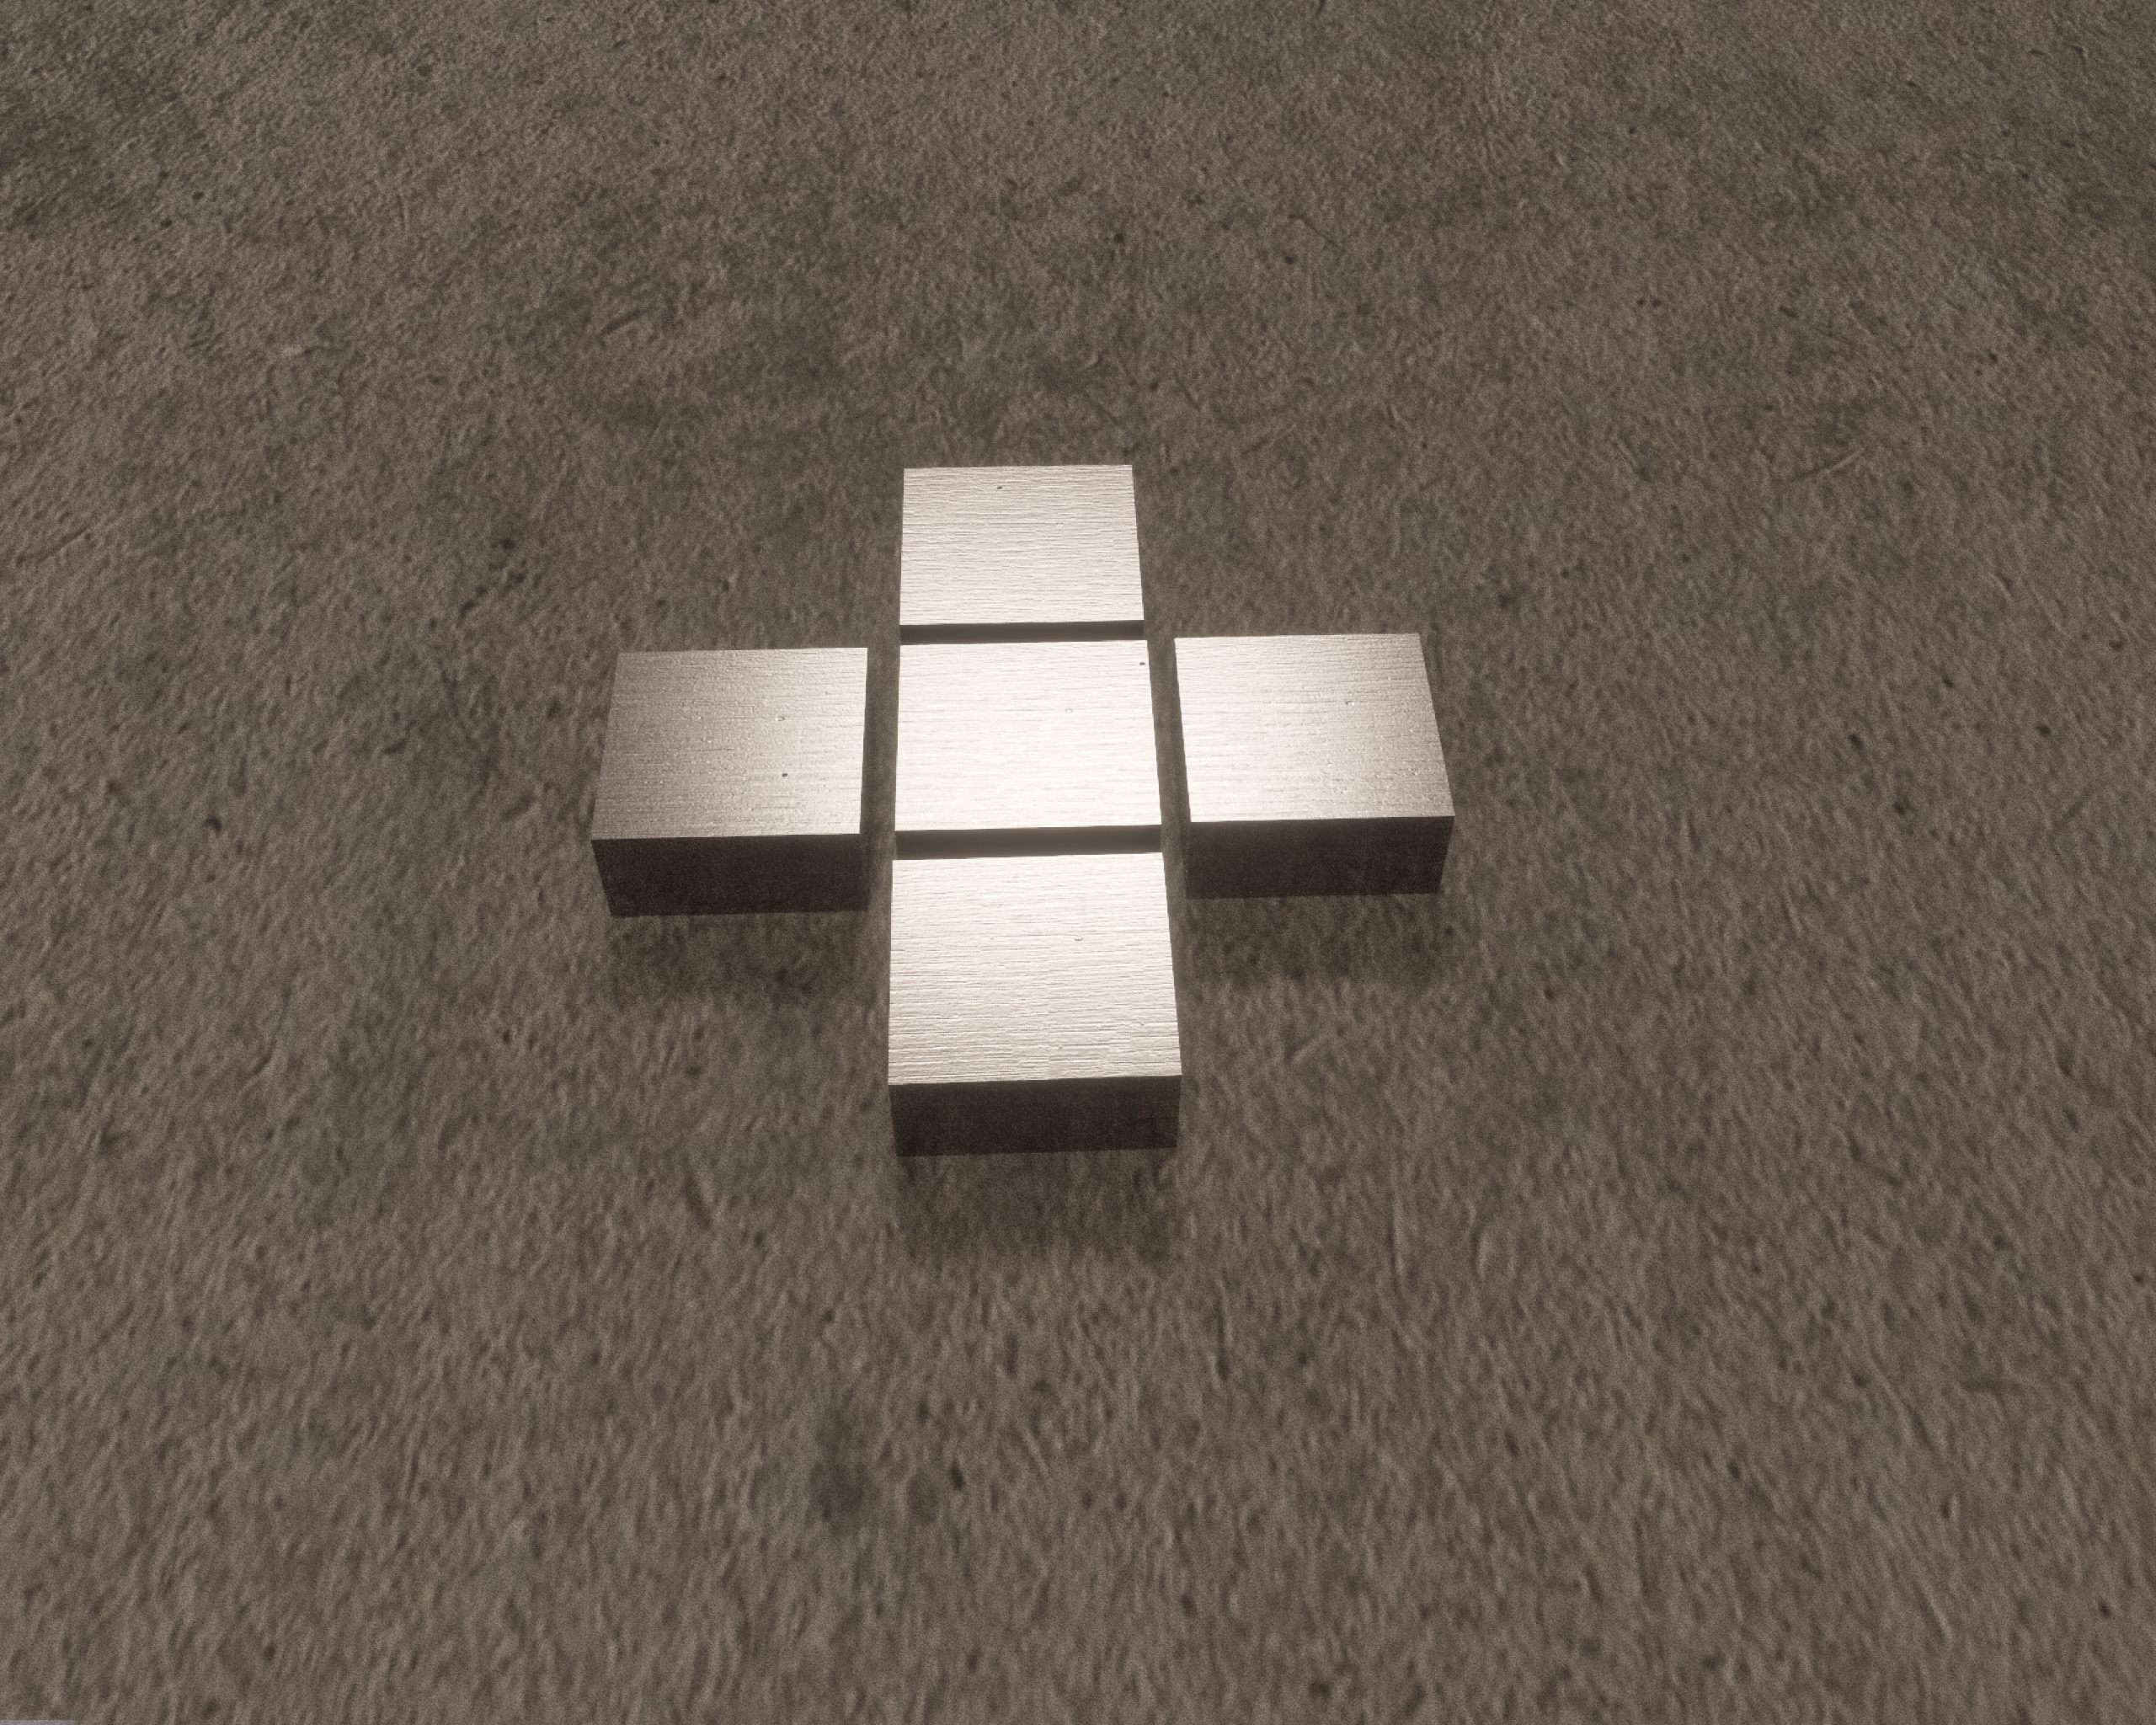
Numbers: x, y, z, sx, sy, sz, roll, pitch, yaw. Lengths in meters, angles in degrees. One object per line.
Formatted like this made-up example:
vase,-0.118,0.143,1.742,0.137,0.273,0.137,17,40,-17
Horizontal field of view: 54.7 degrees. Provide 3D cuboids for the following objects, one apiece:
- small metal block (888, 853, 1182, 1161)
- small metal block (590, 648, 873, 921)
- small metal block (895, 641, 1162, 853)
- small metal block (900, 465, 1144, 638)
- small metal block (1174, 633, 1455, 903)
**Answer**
small metal block,-0.008,0.026,0.383,0.050,0.025,0.050,-2,50,-2
small metal block,-0.067,-0.016,0.417,0.050,0.025,0.050,-1,50,-2
small metal block,-0.010,-0.018,0.420,0.050,0.025,0.050,-1,50,-2
small metal block,-0.012,-0.061,0.456,0.050,0.025,0.050,-1,50,-2
small metal block,0.046,-0.020,0.422,0.050,0.025,0.050,-1,50,-2
